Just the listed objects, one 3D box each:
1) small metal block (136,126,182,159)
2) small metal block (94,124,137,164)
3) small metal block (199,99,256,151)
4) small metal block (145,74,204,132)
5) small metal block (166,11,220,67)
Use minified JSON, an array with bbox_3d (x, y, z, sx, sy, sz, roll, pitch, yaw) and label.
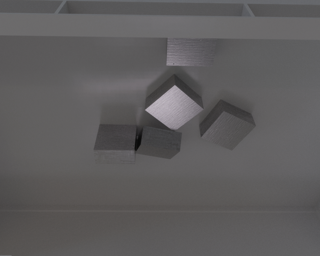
[{"bbox_3d":[-0.003,0.020,0.412,0.050,0.025,0.050,11,161,-10],"label":"small metal block"},{"bbox_3d":[-0.057,0.021,0.410,0.050,0.050,0.025,1,130,-1],"label":"small metal block"},{"bbox_3d":[0.087,-0.003,0.407,0.050,0.025,0.050,23,127,-18],"label":"small metal block"},{"bbox_3d":[0.017,-0.030,0.383,0.050,0.025,0.050,37,121,-27],"label":"small metal block"},{"bbox_3d":[0.033,-0.094,0.329,0.050,0.025,0.050,1,130,-1],"label":"small metal block"}]
